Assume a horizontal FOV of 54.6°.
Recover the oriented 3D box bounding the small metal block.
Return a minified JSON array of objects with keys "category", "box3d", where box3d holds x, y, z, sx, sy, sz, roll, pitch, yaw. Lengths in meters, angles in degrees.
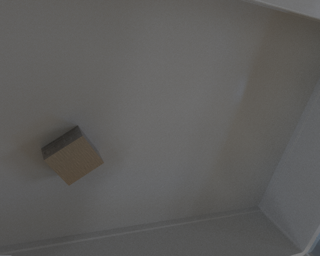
[{"category":"small metal block","box3d":[-0.104,0.033,0.372,0.050,0.025,0.050,-33,129,-6]}]
